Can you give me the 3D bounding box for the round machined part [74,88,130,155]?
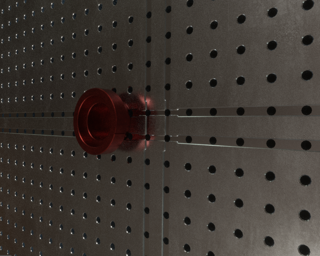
[{"bbox_3d":[-0.083,-0.010,0.464,0.098,0.042,0.097,0,90,39],"label":"round machined part"}]
